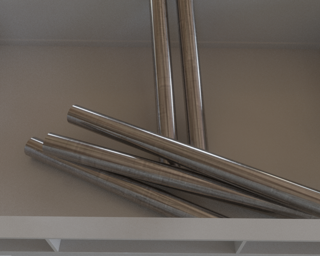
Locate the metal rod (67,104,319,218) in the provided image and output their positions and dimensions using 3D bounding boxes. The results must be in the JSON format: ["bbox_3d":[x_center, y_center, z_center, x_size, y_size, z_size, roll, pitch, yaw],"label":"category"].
[{"bbox_3d":[0.030,0.030,0.337,0.301,0.025,0.025,19,53,17],"label":"metal rod"}]

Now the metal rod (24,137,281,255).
[{"bbox_3d":[-0.022,0.072,0.344,0.301,0.025,0.025,20,53,15],"label":"metal rod"}]

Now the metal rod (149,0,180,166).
[{"bbox_3d":[0.003,-0.090,0.402,0.025,0.025,0.299,-3,75,-3],"label":"metal rod"}]

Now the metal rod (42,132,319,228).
[{"bbox_3d":[0.020,0.055,0.338,0.302,0.025,0.025,15,51,4],"label":"metal rod"}]

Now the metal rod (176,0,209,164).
[{"bbox_3d":[0.039,-0.101,0.408,0.025,0.025,0.299,-3,76,-3],"label":"metal rod"}]
